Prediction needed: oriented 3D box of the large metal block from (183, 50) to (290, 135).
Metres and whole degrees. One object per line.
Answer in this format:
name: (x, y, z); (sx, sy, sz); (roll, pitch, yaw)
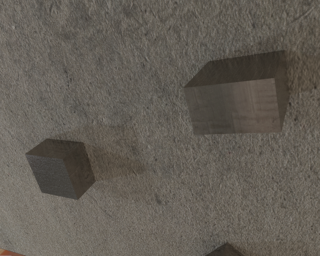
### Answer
large metal block: (0.080, -0.036, 0.307); (0.080, 0.080, 0.050); (-3, 117, 29)

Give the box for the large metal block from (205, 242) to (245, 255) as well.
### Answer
large metal block: (0.106, 0.237, 0.482); (0.080, 0.050, 0.080); (39, 129, 1)

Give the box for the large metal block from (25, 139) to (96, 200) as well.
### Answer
large metal block: (-0.165, 0.067, 0.519); (0.080, 0.050, 0.079); (4, 120, 26)
